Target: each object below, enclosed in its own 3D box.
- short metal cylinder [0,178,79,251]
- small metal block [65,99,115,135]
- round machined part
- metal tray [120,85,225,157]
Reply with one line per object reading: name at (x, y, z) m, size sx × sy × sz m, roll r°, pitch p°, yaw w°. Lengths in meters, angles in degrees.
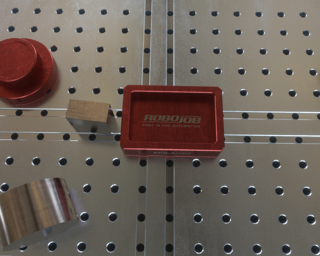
short metal cylinder at (-0.138, 0.096, 0.346) m, size 0.080 × 0.080 × 0.050 m, roll -22°, pitch 72°, yaw -8°
small metal block at (-0.088, -0.013, 0.402) m, size 0.050 × 0.050 × 0.025 m, roll 7°, pitch 70°, yaw 2°
round machined part at (-0.199, -0.085, 0.432) m, size 0.099 × 0.042 × 0.098 m, roll 0°, pitch 70°, yaw 0°
metal tray at (0.016, -0.010, 0.412) m, size 0.131 × 0.030 × 0.090 m, roll 1°, pitch 70°, yaw 0°
